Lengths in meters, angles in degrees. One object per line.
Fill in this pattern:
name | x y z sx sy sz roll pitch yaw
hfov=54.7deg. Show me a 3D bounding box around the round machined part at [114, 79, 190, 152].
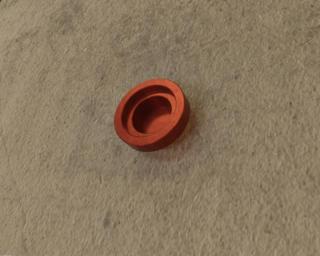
round machined part | -0.007 -0.013 0.403 0.098 0.042 0.098 -13 56 20
